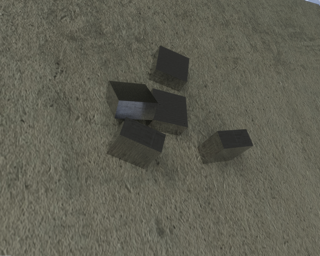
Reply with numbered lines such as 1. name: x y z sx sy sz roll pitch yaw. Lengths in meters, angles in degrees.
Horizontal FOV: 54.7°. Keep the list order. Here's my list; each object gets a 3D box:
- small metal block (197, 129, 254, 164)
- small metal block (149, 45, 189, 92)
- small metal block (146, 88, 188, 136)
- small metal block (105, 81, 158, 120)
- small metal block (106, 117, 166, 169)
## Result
1. small metal block: 0.087 0.025 0.419 0.050 0.050 0.025 -3 64 -30
2. small metal block: 0.014 -0.089 0.466 0.050 0.025 0.050 20 54 -17
3. small metal block: 0.009 -0.021 0.421 0.050 0.025 0.050 12 57 -22
4. small metal block: -0.037 -0.035 0.392 0.050 0.025 0.050 2 34 -26
5. small metal block: -0.028 0.019 0.361 0.050 0.050 0.025 25 53 -13
